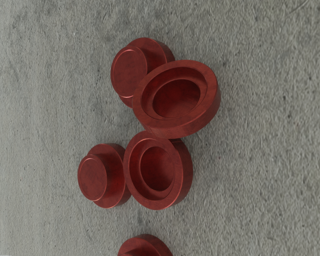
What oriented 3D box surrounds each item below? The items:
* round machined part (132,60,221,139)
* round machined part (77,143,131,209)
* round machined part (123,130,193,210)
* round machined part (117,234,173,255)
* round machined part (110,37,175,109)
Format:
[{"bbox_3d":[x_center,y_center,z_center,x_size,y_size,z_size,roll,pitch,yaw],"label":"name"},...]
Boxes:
[{"bbox_3d":[0.021,-0.028,0.356,0.098,0.042,0.098,-11,53,16],"label":"round machined part"},{"bbox_3d":[-0.087,0.072,0.466,0.098,0.042,0.097,0,90,40],"label":"round machined part"},{"bbox_3d":[0.002,0.050,0.391,0.098,0.042,0.097,2,93,41],"label":"round machined part"},{"bbox_3d":[-0.026,0.197,0.416,0.098,0.042,0.097,0,90,40],"label":"round machined part"},{"bbox_3d":[-0.029,-0.073,0.418,0.098,0.042,0.097,0,90,40],"label":"round machined part"}]
